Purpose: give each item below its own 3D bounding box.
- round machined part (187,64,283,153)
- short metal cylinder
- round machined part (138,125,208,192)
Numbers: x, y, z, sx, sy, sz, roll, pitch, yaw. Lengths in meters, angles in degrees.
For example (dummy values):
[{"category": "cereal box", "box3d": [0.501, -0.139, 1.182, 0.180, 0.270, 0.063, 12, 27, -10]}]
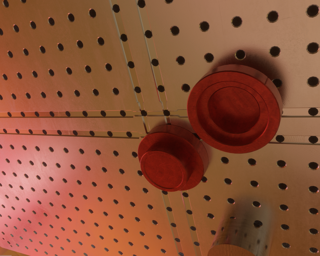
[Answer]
[{"category": "round machined part", "box3d": [0.083, -0.024, 0.342, 0.098, 0.042, 0.097, 13, 124, 21]}, {"category": "short metal cylinder", "box3d": [0.114, 0.177, 0.444, 0.080, 0.050, 0.079, 13, 124, 21]}, {"category": "round machined part", "box3d": [0.012, 0.048, 0.423, 0.098, 0.042, 0.097, 13, 124, 21]}]
